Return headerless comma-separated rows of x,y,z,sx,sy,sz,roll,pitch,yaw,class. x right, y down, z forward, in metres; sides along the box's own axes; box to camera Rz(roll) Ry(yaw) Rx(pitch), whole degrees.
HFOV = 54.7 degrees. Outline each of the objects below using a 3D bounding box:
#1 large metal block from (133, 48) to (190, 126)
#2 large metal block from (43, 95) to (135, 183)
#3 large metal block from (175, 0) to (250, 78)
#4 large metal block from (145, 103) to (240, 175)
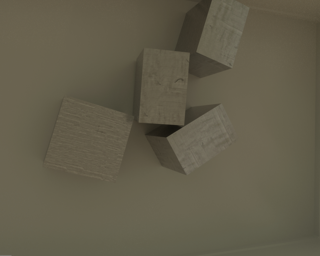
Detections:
-0.002,-0.047,0.373,0.050,0.080,0.079,4,93,-10,large metal block
-0.085,0.013,0.366,0.081,0.050,0.080,17,84,-19,large metal block
0.062,-0.117,0.404,0.050,0.080,0.080,19,83,-19,large metal block
0.038,0.012,0.395,0.080,0.080,0.050,-31,101,-17,large metal block
